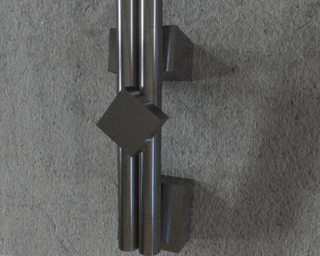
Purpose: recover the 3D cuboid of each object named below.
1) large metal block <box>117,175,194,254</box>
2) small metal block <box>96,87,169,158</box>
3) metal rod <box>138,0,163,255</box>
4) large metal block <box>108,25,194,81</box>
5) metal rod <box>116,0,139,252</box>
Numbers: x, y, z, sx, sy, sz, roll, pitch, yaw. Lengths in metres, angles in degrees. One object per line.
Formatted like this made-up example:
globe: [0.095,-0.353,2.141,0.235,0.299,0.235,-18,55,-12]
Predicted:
large metal block: [-0.004,0.104,0.398,0.080,0.050,0.079,5,92,20]
small metal block: [-0.028,-0.007,0.316,0.050,0.025,0.050,41,109,9]
metal rod: [-0.011,-0.007,0.336,0.025,0.025,0.298,3,98,20]
large metal block: [-0.008,-0.089,0.384,0.080,0.080,0.050,4,91,20]
metal rod: [-0.035,-0.008,0.345,0.025,0.025,0.298,3,98,20]
